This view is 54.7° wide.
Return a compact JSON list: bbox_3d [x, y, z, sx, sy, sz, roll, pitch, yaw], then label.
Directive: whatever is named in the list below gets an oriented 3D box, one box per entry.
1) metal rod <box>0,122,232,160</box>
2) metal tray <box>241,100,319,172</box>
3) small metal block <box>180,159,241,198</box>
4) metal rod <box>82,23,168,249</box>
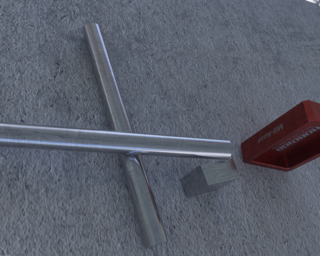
[{"bbox_3d":[-0.063,0.014,0.334,0.302,0.025,0.025,5,59,-16],"label":"metal rod"},{"bbox_3d":[0.187,0.017,0.427,0.091,0.129,0.030,13,57,-21],"label":"metal tray"},{"bbox_3d":[0.061,0.062,0.382,0.050,0.050,0.025,-6,65,-31],"label":"small metal block"},{"bbox_3d":[-0.050,-0.008,0.381,0.025,0.025,0.299,-6,65,-31],"label":"metal rod"}]
